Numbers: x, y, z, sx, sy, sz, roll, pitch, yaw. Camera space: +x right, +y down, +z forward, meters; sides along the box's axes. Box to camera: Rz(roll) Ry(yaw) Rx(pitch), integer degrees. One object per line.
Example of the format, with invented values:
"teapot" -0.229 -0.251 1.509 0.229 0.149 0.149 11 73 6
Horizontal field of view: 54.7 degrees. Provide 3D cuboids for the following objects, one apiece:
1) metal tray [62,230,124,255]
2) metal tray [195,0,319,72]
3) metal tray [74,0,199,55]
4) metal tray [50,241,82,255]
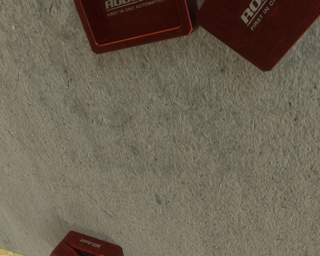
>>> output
"metal tray" -0.135 0.269 0.641 0.130 0.030 0.089 8 122 24
"metal tray" 0.102 -0.126 0.272 0.090 0.030 0.129 37 129 3
"metal tray" -0.030 -0.136 0.334 0.130 0.030 0.090 -3 117 29
"metal tray" -0.198 0.302 0.655 0.090 0.030 0.129 37 129 3
